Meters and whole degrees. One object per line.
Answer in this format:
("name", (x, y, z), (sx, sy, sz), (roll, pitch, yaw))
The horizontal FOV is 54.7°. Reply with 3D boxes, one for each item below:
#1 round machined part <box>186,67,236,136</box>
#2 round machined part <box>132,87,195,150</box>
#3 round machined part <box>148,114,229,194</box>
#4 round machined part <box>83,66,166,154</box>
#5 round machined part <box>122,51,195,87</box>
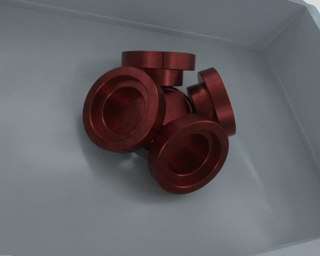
("round machined part", (0.066, -0.030, 0.426), (0.042, 0.098, 0.098), (-18, 67, 3))
("round machined part", (0.007, -0.017, 0.408), (0.099, 0.042, 0.098), (14, 56, -21))
("round machined part", (0.030, 0.027, 0.369), (0.099, 0.097, 0.042), (-1, 26, -29))
("round machined part", (-0.037, -0.018, 0.361), (0.042, 0.098, 0.098), (27, 40, -62))
("round machined part", (-0.002, -0.078, 0.417), (0.099, 0.098, 0.042), (-4, 102, -30))
